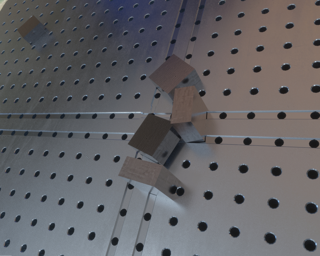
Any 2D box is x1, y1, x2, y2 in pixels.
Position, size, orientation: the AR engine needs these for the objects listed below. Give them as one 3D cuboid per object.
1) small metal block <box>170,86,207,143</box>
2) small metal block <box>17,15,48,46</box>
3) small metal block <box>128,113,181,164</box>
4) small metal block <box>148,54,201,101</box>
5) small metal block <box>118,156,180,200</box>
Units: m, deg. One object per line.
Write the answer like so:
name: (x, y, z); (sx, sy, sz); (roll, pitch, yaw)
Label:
small metal block: (0.037, -0.016, 0.383); (0.025, 0.050, 0.050); (-6, 59, 25)
small metal block: (-0.286, -0.219, 0.696); (0.050, 0.025, 0.050); (-43, 51, -2)
small metal block: (-0.005, 0.014, 0.399); (0.050, 0.025, 0.050); (22, 73, 46)
small metal block: (0.020, -0.071, 0.442); (0.050, 0.025, 0.050); (-43, 51, -2)
small metal block: (-0.012, 0.059, 0.363); (0.050, 0.050, 0.025); (10, 67, 32)
